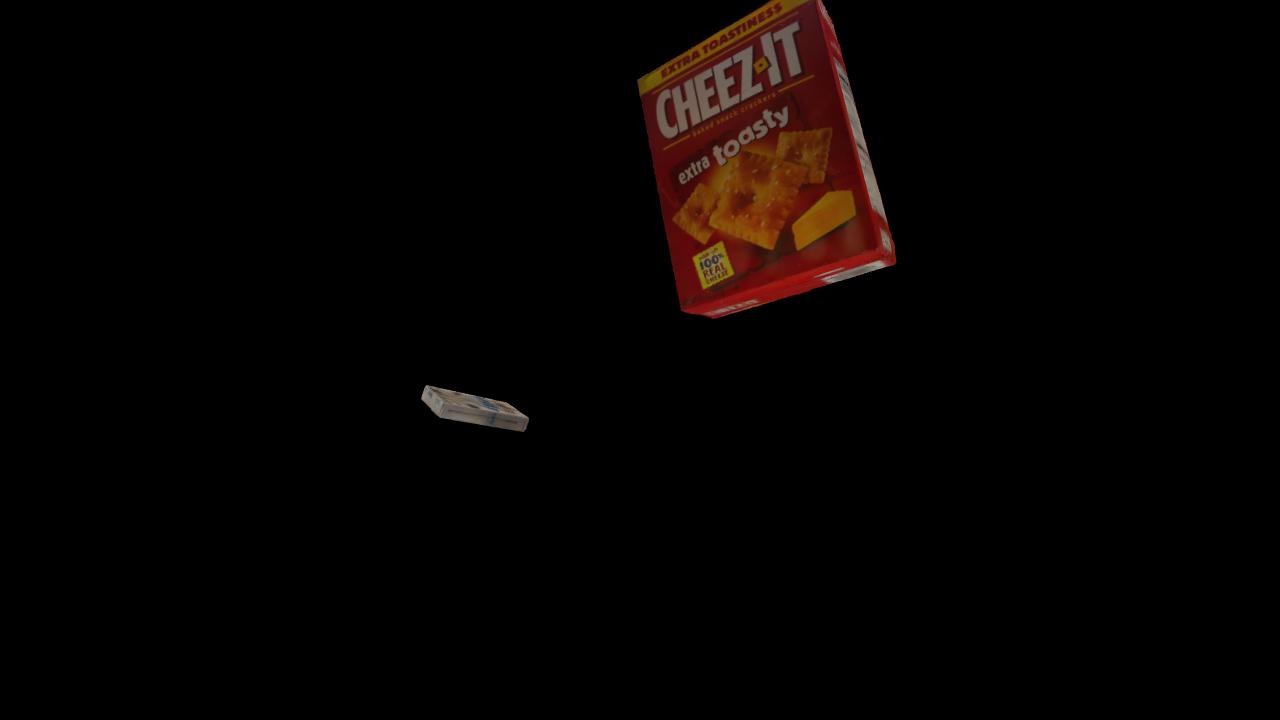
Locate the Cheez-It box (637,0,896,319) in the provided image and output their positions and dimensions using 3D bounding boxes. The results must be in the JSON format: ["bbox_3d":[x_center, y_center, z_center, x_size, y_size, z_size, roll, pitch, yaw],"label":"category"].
[{"bbox_3d":[0.098,-0.163,0.512,0.166,0.223,0.071,-16,-11,30],"label":"Cheez-It box"}]

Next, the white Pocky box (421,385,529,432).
[{"bbox_3d":[-0.263,0.080,0.987,0.154,0.028,0.084,18,5,-42],"label":"white Pocky box"}]
